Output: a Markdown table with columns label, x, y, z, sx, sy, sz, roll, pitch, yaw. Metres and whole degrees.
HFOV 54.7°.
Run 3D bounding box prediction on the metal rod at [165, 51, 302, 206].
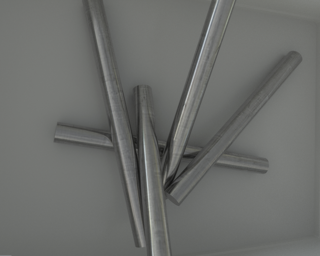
| label | x | y | z | sx | sy | sz | roll | pitch | yaw |
| --- | --- | --- | --- | --- | --- | --- | --- | --- | --- |
| metal rod | 0.113 | -0.012 | 0.433 | 0.301 | 0.025 | 0.025 | -45 | 104 | -22 |

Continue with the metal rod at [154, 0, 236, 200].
| label | x | y | z | sx | sy | sz | roll | pitch | yaw |
| --- | --- | --- | --- | --- | --- | --- | --- | --- | --- |
| metal rod | 0.041 | -0.048 | 0.359 | 0.025 | 0.025 | 0.298 | 10 | 110 | -20 |

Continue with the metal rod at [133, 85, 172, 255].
| label | x | y | z | sx | sy | sz | roll | pitch | yaw |
| --- | --- | --- | --- | --- | --- | --- | --- | --- | --- |
| metal rod | -0.006 | 0.082 | 0.335 | 0.025 | 0.025 | 0.299 | 4 | 61 | -20 |

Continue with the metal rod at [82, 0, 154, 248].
| label | x | y | z | sx | sy | sz | roll | pitch | yaw |
| --- | --- | --- | --- | --- | --- | --- | --- | --- | --- |
| metal rod | -0.050 | -0.012 | 0.369 | 0.025 | 0.025 | 0.298 | -11 | 85 | -20 |

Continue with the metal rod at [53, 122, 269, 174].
| label | x | y | z | sx | sy | sz | roll | pitch | yaw |
| --- | --- | --- | --- | --- | --- | --- | --- | --- | --- |
| metal rod | 0.017 | 0.031 | 0.416 | 0.302 | 0.025 | 0.025 | 11 | 87 | -20 |
